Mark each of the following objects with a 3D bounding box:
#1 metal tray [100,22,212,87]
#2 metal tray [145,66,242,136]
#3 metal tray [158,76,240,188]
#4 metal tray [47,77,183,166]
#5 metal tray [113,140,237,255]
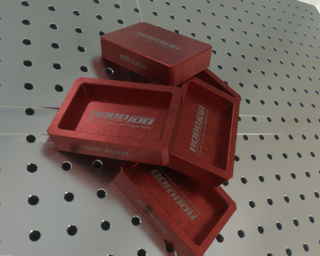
[{"bbox_3d":[-0.006,-0.106,0.429,0.130,0.030,0.091,29,44,29],"label":"metal tray"},{"bbox_3d":[0.052,-0.055,0.468,0.130,0.030,0.090,40,51,-2],"label":"metal tray"},{"bbox_3d":[0.052,0.000,0.396,0.090,0.030,0.130,26,52,-13],"label":"metal tray"},{"bbox_3d":[-0.046,-0.011,0.349,0.131,0.030,0.090,7,53,11],"label":"metal tray"},{"bbox_3d":[0.020,0.077,0.370,0.130,0.030,0.091,48,51,5],"label":"metal tray"}]
